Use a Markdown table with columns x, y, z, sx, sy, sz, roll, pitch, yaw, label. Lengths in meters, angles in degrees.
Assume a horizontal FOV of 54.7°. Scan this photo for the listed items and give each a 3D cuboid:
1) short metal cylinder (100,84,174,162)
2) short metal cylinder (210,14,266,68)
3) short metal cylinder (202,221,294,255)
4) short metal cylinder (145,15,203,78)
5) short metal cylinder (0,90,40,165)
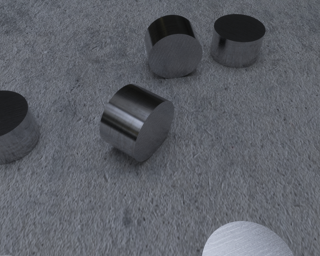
| x | y | z | sx | sy | sz | roll | pitch | yaw | label |
| --- | --- | --- | --- | --- | --- | --- | --- | --- | --- |
| -0.026 | -0.007 | 0.373 | 0.050 | 0.080 | 0.080 | 28 | 56 | 22 | short metal cylinder |
| 0.126 | -0.143 | 0.508 | 0.080 | 0.050 | 0.080 | 0 | 50 | 0 | short metal cylinder |
| 0.075 | 0.132 | 0.277 | 0.080 | 0.050 | 0.080 | 0 | 50 | 0 | short metal cylinder |
| 0.019 | -0.122 | 0.470 | 0.081 | 0.080 | 0.050 | -7 | 51 | -6 | short metal cylinder |
| -0.198 | -0.001 | 0.387 | 0.080 | 0.050 | 0.080 | 0 | 50 | 0 | short metal cylinder |
